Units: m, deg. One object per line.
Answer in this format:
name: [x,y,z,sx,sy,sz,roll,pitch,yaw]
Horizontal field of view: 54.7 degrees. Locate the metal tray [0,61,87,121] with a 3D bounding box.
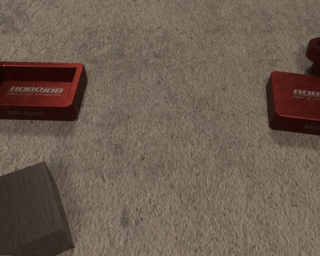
metal tray: [-0.179,-0.054,0.443,0.131,0.030,0.090,2,50,1]

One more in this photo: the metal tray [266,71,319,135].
metal tray: [0.220,-0.033,0.431,0.131,0.030,0.090,7,50,6]

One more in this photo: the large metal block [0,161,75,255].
large metal block: [-0.140,0.091,0.309,0.081,0.050,0.080,-20,53,-16]

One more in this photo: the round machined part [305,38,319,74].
round machined part: [0.273,-0.103,0.471,0.099,0.042,0.098,2,33,-1]
